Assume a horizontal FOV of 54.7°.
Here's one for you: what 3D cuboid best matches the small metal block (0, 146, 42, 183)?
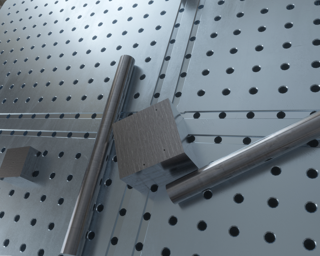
[{"bbox_3d":[-0.222,0.059,0.489,0.050,0.025,0.050,-7,58,24],"label":"small metal block"}]

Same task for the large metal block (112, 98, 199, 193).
[{"bbox_3d":[-0.007,0.022,0.382,0.080,0.050,0.080,-24,53,13],"label":"large metal block"}]

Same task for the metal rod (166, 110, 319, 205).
[{"bbox_3d":[0.144,0.008,0.327,0.300,0.025,0.025,-28,52,10],"label":"metal rod"}]

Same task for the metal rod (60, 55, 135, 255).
[{"bbox_3d":[-0.080,0.021,0.437,0.025,0.025,0.300,-3,60,27],"label":"metal rod"}]
